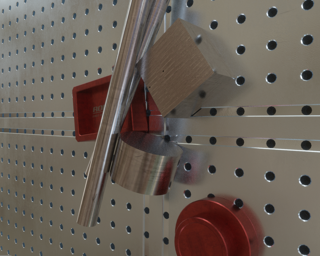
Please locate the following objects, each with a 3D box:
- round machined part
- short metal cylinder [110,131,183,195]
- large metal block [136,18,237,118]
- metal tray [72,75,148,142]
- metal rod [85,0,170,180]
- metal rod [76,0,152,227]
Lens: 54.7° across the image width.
[{"bbox_3d":[0.056,0.131,0.351,0.098,0.042,0.097,0,90,39],"label":"round machined part"},{"bbox_3d":[-0.017,0.042,0.386,0.080,0.081,0.050,26,107,36],"label":"short metal cylinder"},{"bbox_3d":[0.028,-0.067,0.368,0.080,0.050,0.080,-41,66,32],"label":"large metal block"},{"bbox_3d":[-0.079,-0.029,0.468,0.130,0.030,0.089,-8,85,39],"label":"metal tray"},{"bbox_3d":[-0.035,-0.075,0.403,0.025,0.025,0.298,24,95,37],"label":"metal rod"},{"bbox_3d":[-0.056,-0.025,0.380,0.025,0.025,0.298,17,95,38],"label":"metal rod"}]
